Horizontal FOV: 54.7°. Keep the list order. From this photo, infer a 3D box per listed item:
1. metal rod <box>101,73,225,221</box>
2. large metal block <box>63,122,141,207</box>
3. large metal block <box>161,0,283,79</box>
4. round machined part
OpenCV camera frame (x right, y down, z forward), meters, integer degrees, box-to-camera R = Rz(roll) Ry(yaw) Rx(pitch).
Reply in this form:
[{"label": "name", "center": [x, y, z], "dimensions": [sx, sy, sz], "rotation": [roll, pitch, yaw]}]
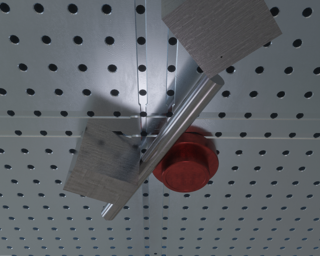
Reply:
[{"label": "metal rod", "center": [-0.012, 0.043, 0.422], "dimensions": [0.025, 0.025, 0.298], "rotation": [23, 128, -18]}, {"label": "large metal block", "center": [-0.074, 0.049, 0.416], "dimensions": [0.080, 0.080, 0.050], "rotation": [21, 127, -17]}, {"label": "large metal block", "center": [0.058, -0.109, 0.303], "dimensions": [0.080, 0.050, 0.080], "rotation": [-31, 124, 23]}, {"label": "round machined part", "center": [0.036, 0.057, 0.449], "dimensions": [0.099, 0.042, 0.097], "rotation": [0, 131, 0]}]
